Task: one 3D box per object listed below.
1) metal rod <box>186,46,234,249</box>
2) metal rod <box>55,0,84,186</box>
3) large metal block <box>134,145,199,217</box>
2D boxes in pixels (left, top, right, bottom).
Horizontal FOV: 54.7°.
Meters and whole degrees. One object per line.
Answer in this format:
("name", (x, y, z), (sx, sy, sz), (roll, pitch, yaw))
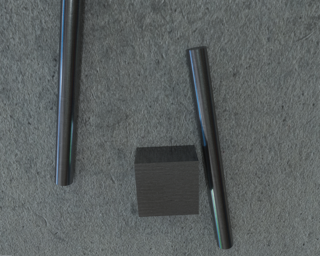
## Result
("metal rod", (0.072, 0.041, 0.425), (0.025, 0.025, 0.298), (-10, 110, 3))
("metal rod", (-0.113, -0.063, 0.384), (0.025, 0.025, 0.298), (8, 110, -3))
("large metal block", (0.010, 0.071, 0.423), (0.081, 0.050, 0.079), (-3, 110, 0))
